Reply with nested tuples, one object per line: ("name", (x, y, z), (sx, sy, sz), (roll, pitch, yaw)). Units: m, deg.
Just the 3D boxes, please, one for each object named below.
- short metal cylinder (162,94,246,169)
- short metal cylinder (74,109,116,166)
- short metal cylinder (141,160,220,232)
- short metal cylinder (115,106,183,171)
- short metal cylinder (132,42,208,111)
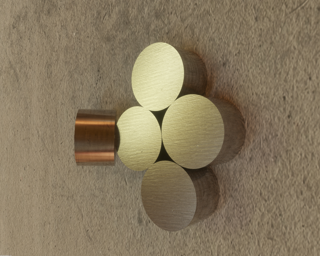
("short metal cylinder", (0.049, 0.004, 0.350), (0.080, 0.050, 0.080), (0, 90, 40))
("short metal cylinder", (-0.088, 0.014, 0.436), (0.080, 0.050, 0.080), (-177, 88, -84))
("short metal cylinder", (0.024, 0.077, 0.371), (0.080, 0.050, 0.080), (0, 90, 40))
("short metal cylinder", (-0.013, 0.013, 0.401), (0.080, 0.050, 0.080), (0, 90, 40))
("short metal cylinder", (0.011, -0.060, 0.381), (0.080, 0.050, 0.080), (0, 90, 40))
